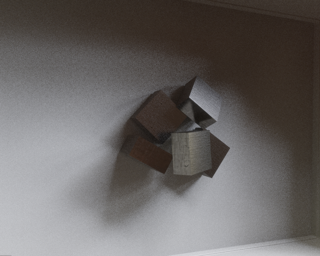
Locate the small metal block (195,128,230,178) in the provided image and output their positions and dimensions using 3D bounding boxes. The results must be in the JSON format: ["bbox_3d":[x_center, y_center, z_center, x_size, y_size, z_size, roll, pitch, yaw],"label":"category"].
[{"bbox_3d":[0.061,0.034,0.432,0.050,0.025,0.050,37,78,-17],"label":"small metal block"}]

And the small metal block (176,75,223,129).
[{"bbox_3d":[0.055,-0.035,0.418,0.050,0.025,0.050,39,45,-17],"label":"small metal block"}]

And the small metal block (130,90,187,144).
[{"bbox_3d":[-0.002,-0.014,0.408,0.050,0.025,0.050,45,76,-15],"label":"small metal block"}]

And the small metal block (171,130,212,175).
[{"bbox_3d":[0.040,0.029,0.386,0.050,0.025,0.050,-5,92,-52],"label":"small metal block"}]

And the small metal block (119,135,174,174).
[{"bbox_3d":[-0.018,0.032,0.389,0.050,0.050,0.025,31,80,-18],"label":"small metal block"}]
